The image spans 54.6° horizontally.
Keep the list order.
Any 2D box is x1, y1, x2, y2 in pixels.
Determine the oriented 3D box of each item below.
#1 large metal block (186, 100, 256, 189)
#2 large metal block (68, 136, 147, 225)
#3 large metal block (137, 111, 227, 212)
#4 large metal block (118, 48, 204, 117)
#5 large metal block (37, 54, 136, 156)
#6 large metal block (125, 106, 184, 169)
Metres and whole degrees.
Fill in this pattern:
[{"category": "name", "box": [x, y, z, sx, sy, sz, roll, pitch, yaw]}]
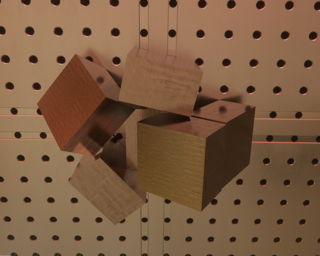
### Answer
[{"category": "large metal block", "box": [0.074, 0.016, 0.382, 0.050, 0.081, 0.079, 14, 114, 35]}, {"category": "large metal block", "box": [-0.062, 0.063, 0.405, 0.050, 0.080, 0.080, -38, 106, 12]}, {"category": "large metal block", "box": [0.023, 0.032, 0.338, 0.080, 0.050, 0.079, 13, 113, 31]}, {"category": "large metal block", "box": [0.001, -0.057, 0.363, 0.080, 0.080, 0.050, 12, 110, -4]}, {"category": "large metal block", "box": [-0.089, -0.026, 0.367, 0.080, 0.080, 0.050, -47, 148, 15]}, {"category": "large metal block", "box": [-0.001, 0.007, 0.402, 0.080, 0.050, 0.079, 1, 110, -1]}]
